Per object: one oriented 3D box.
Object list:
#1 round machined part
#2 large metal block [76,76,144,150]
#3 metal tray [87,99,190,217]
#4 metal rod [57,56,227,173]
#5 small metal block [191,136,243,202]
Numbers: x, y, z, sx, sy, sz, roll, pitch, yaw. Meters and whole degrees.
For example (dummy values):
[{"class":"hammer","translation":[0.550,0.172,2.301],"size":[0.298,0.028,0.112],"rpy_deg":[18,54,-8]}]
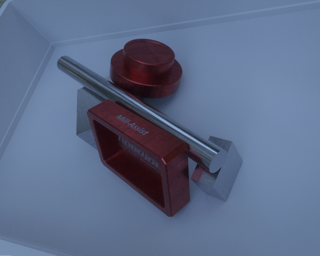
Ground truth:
[{"class":"round machined part","translation":[-0.017,-0.087,0.420],"size":[0.099,0.042,0.098],"rpy_deg":[8,42,-7]},{"class":"large metal block","translation":[-0.068,-0.025,0.437],"size":[0.080,0.050,0.080],"rpy_deg":[-20,54,16]},{"class":"metal tray","translation":[-0.026,0.031,0.351],"size":[0.030,0.089,0.130],"rpy_deg":[-34,46,-30]},{"class":"metal rod","translation":[-0.045,-0.033,0.381],"size":[0.300,0.025,0.025],"rpy_deg":[33,80,38]},{"class":"small metal block","translation":[0.062,0.044,0.328],"size":[0.025,0.050,0.050],"rpy_deg":[15,70,34]}]
